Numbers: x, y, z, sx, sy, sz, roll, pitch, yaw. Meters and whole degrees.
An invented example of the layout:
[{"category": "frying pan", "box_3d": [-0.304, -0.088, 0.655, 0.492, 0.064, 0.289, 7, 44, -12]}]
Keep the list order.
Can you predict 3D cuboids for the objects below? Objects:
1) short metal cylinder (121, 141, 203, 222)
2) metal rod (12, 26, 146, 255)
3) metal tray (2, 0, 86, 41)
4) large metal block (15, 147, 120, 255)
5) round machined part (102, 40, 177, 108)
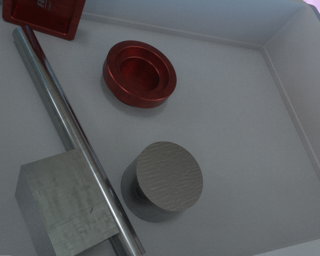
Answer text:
[{"category": "short metal cylinder", "box_3d": [0.002, 0.062, 0.354, 0.081, 0.050, 0.080, 14, 56, -21]}, {"category": "metal rod", "box_3d": [-0.098, 0.007, 0.349, 0.025, 0.025, 0.299, -20, 72, -36]}, {"category": "metal tray", "box_3d": [-0.134, -0.171, 0.371, 0.091, 0.129, 0.030, 13, 57, -22]}, {"category": "large metal block", "box_3d": [-0.088, 0.076, 0.278, 0.050, 0.080, 0.080, -18, 71, -35]}, {"category": "round machined part", "box_3d": [-0.030, -0.068, 0.421, 0.099, 0.042, 0.098, 14, 56, -21]}]
